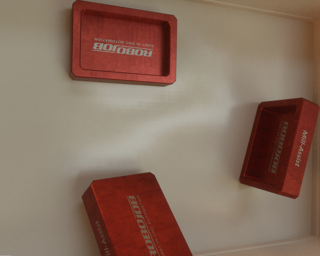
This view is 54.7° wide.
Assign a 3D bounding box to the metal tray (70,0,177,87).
[{"bbox_3d":[-0.045,-0.102,0.391,0.131,0.030,0.089,1,90,-21],"label":"metal tray"}]

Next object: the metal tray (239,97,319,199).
[{"bbox_3d":[0.166,0.026,0.439,0.030,0.090,0.129,18,84,-20],"label":"metal tray"}]

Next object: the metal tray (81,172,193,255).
[{"bbox_3d":[-0.023,0.117,0.348,0.091,0.030,0.130,-2,53,-41],"label":"metal tray"}]
